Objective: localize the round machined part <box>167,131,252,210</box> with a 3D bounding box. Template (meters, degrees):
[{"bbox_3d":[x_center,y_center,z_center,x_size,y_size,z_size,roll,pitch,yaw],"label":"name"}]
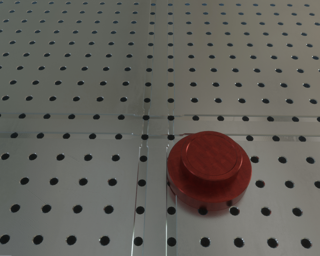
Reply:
[{"bbox_3d":[0.058,0.042,0.362,0.099,0.042,0.098,0,50,0],"label":"round machined part"}]
